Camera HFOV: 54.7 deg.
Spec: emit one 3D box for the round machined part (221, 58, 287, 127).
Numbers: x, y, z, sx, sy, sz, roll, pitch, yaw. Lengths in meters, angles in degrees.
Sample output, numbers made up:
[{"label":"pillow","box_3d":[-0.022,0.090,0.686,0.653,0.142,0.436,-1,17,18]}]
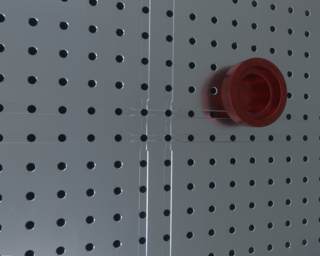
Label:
[{"label":"round machined part","box_3d":[0.132,-0.050,0.452,0.099,0.042,0.097,0,90,-20]}]
